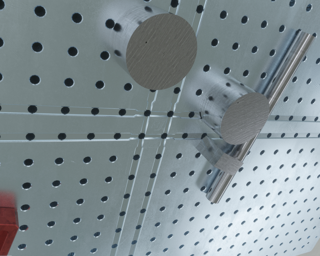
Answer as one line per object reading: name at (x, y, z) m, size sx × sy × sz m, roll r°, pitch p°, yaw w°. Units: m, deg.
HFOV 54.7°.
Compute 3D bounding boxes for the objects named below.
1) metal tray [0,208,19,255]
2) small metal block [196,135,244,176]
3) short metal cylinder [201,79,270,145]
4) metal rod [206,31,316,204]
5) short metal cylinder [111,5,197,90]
metal tray at (-0.244, 0.132, 0.355) m, size 0.131 × 0.030 × 0.089 m, roll 16°, pitch 110°, yaw -35°
small metal block at (0.090, 0.042, 0.470) m, size 0.050 × 0.050 × 0.025 m, roll 27°, pitch 103°, yaw -38°
short metal cylinder at (0.106, -0.023, 0.438) m, size 0.081 × 0.050 × 0.079 m, roll -14°, pitch 124°, yaw -21°
metal rod at (0.151, -0.006, 0.489) m, size 0.025 × 0.025 × 0.298 m, roll 13°, pitch 112°, yaw -34°
short metal cylinder at (-0.007, -0.088, 0.337) m, size 0.081 × 0.050 × 0.079 m, roll -14°, pitch 124°, yaw -21°
